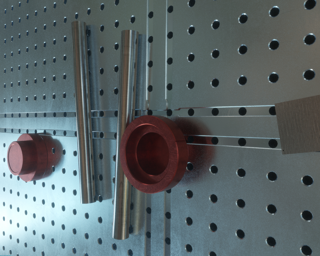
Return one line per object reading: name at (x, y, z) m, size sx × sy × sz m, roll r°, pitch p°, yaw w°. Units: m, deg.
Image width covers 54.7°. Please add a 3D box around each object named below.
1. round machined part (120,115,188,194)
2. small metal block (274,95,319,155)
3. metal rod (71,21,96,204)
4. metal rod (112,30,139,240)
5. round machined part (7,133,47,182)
round machined part at (-0.003, 0.033, 0.401) m, size 0.098 × 0.042 × 0.097 m, roll 0°, pitch 90°, yaw 40°
small metal block at (0.141, -0.003, 0.293) m, size 0.050 × 0.025 × 0.050 m, roll -11°, pitch 83°, yaw 39°
metal rod at (-0.127, -0.027, 0.514) m, size 0.025 × 0.025 × 0.298 m, roll -7°, pitch 86°, yaw 40°
metal rod at (-0.050, 0.011, 0.451) m, size 0.025 × 0.025 × 0.298 m, roll 5°, pitch 93°, yaw 40°
round machined part at (-0.272, 0.059, 0.623) m, size 0.098 × 0.042 × 0.097 m, roll 0°, pitch 90°, yaw 40°
